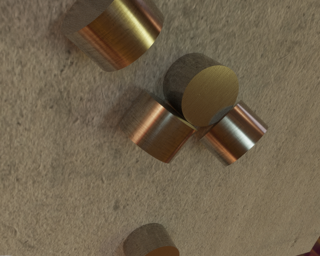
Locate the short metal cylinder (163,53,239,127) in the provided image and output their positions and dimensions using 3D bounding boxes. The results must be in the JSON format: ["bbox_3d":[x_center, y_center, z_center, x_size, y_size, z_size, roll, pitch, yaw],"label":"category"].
[{"bbox_3d":[0.051,-0.049,0.390,0.081,0.050,0.079,-14,125,-21],"label":"short metal cylinder"}]

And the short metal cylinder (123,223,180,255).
[{"bbox_3d":[-0.015,0.205,0.511,0.081,0.050,0.079,-14,125,-21],"label":"short metal cylinder"}]

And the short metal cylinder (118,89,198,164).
[{"bbox_3d":[-0.002,-0.003,0.370,0.080,0.080,0.050,32,100,-39],"label":"short metal cylinder"}]

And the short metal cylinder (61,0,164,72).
[{"bbox_3d":[-0.044,-0.099,0.287,0.080,0.080,0.050,-45,130,3],"label":"short metal cylinder"}]

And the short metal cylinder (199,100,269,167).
[{"bbox_3d":[0.100,0.007,0.424,0.080,0.080,0.050,-44,86,2],"label":"short metal cylinder"}]
